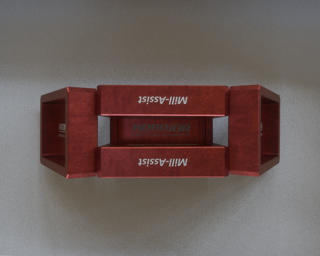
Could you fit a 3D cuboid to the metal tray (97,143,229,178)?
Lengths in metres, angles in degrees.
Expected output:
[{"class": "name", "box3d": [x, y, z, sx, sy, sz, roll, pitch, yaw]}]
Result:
[{"class": "metal tray", "box3d": [0.003, 0.034, 0.347, 0.131, 0.090, 0.030, 0, 90, -1]}]

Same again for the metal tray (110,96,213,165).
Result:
[{"class": "metal tray", "box3d": [0.002, 0.003, 0.407, 0.131, 0.030, 0.089, 0, 90, -1]}]

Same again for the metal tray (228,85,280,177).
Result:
[{"class": "metal tray", "box3d": [0.113, 0.002, 0.359, 0.030, 0.131, 0.089, 1, 91, 30]}]

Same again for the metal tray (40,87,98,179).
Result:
[{"class": "metal tray", "box3d": [-0.110, 0.003, 0.358, 0.030, 0.130, 0.089, 0, 91, -32]}]

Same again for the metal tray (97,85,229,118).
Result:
[{"class": "metal tray", "box3d": [0.003, -0.027, 0.347, 0.131, 0.090, 0.030, 0, 90, 0]}]
